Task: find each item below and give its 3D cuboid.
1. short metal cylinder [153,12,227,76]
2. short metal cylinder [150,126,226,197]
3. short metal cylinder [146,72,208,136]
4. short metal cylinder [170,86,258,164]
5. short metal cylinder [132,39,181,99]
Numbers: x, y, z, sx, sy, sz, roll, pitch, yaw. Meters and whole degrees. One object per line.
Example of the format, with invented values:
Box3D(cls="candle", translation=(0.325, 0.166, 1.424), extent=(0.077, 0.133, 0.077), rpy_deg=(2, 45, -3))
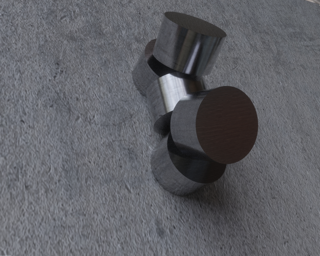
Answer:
Box3D(cls="short metal cylinder", translation=(0.036, -0.107, 0.391), extent=(0.081, 0.050, 0.080), rpy_deg=(15, 32, -9))
Box3D(cls="short metal cylinder", translation=(0.034, 0.039, 0.384), extent=(0.081, 0.050, 0.080), rpy_deg=(14, 56, -21))
Box3D(cls="short metal cylinder", translation=(0.026, -0.030, 0.403), extent=(0.081, 0.080, 0.050), rpy_deg=(1, 61, -28))
Box3D(cls="short metal cylinder", translation=(0.059, -0.003, 0.338), extent=(0.081, 0.050, 0.080), rpy_deg=(0, 90, -27))
Box3D(cls="short metal cylinder", translation=(0.006, -0.080, 0.442), extent=(0.081, 0.050, 0.080), rpy_deg=(14, 56, -21))
